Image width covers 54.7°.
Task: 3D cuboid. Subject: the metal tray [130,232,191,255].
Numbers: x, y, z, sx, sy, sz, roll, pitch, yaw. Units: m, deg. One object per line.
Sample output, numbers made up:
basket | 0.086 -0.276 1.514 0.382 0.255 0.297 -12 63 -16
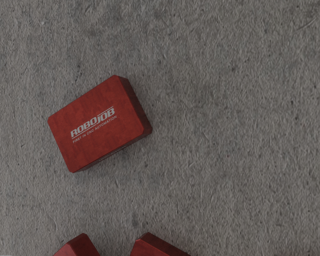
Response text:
metal tray | -0.009 0.218 0.409 0.090 0.030 0.129 23 98 18

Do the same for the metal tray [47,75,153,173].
metal tray | -0.087 -0.004 0.437 0.130 0.030 0.090 -29 81 17

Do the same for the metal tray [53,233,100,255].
metal tray | -0.122 0.216 0.430 0.129 0.030 0.090 -45 75 31
